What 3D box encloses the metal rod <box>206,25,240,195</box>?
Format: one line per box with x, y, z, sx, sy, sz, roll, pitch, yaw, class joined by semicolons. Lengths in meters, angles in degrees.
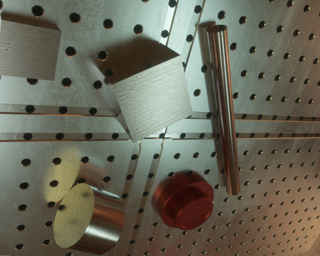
0.100;-0.005;0.464;0.025;0.025;0.298;-25;128;-13;metal rod

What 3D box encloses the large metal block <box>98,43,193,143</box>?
-0.015;-0.042;0.362;0.080;0.050;0.080;-26;128;-13;large metal block

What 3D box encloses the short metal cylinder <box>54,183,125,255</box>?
-0.091;0.117;0.400;0.050;0.080;0.080;33;100;-39;short metal cylinder

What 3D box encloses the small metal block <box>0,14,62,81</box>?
-0.126;-0.076;0.296;0.050;0.025;0.050;3;117;-30;small metal block

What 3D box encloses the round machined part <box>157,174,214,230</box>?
0.048;0.128;0.508;0.099;0.042;0.097;-14;125;-21;round machined part
